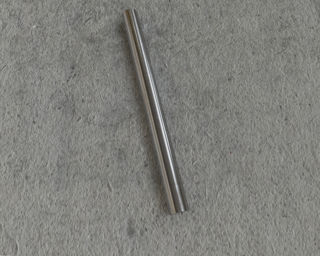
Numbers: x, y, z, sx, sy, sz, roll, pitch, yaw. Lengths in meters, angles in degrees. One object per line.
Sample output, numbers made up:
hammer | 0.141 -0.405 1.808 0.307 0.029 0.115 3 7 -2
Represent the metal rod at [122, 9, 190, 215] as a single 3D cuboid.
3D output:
metal rod | -0.011 -0.035 0.420 0.025 0.025 0.299 -13 70 -5
